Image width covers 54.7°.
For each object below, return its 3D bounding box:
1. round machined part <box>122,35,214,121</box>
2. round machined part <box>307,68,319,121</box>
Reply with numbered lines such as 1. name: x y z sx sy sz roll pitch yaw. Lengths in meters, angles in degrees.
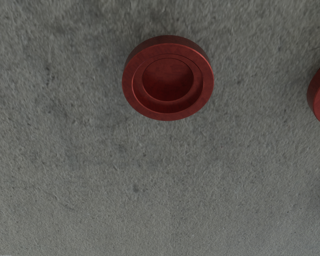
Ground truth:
1. round machined part: 0.009 -0.058 0.347 0.099 0.042 0.097 -1 130 0
2. round machined part: 0.220 -0.049 0.358 0.099 0.042 0.097 -1 130 0
